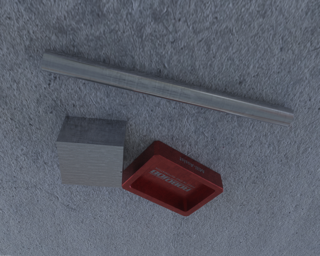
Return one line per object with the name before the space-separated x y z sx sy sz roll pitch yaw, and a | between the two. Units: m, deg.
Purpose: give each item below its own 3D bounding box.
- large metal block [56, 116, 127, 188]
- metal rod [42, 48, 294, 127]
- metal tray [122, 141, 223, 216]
large metal block | -0.089 0.033 0.418 0.081 0.050 0.079 5 130 -4
metal rod | 0.018 -0.044 0.369 0.302 0.025 0.025 12 129 -11
metal tray | 0.020 0.081 0.473 0.131 0.030 0.090 30 124 -24
